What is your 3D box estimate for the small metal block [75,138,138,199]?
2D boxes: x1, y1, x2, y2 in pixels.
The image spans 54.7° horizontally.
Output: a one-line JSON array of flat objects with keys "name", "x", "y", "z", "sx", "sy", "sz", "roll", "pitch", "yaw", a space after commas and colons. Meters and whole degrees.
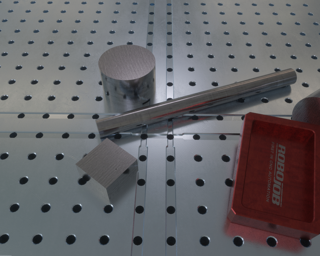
[{"name": "small metal block", "x": -0.062, "y": 0.047, "z": 0.368, "sx": 0.050, "sy": 0.025, "sz": 0.050, "roll": 32, "pitch": 57, "yaw": 24}]

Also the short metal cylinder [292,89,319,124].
[{"name": "short metal cylinder", "x": 0.214, "y": -0.012, "z": 0.383, "sx": 0.050, "sy": 0.080, "sz": 0.080, "roll": -28, "pitch": 56, "yaw": -22}]

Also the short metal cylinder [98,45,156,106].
[{"name": "short metal cylinder", "x": -0.047, "y": -0.078, "z": 0.457, "sx": 0.081, "sy": 0.050, "sz": 0.080, "roll": 0, "pitch": 50, "yaw": 0}]

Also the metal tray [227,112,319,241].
[{"name": "metal tray", "x": 0.132, "y": 0.049, "z": 0.351, "sx": 0.090, "sy": 0.030, "sz": 0.130, "roll": 12, "pitch": 59, "yaw": 9}]

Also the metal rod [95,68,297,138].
[{"name": "metal rod", "x": 0.060, "y": -0.039, "z": 0.440, "sx": 0.302, "sy": 0.025, "sz": 0.025, "roll": -16, "pitch": 52, "yaw": -13}]
